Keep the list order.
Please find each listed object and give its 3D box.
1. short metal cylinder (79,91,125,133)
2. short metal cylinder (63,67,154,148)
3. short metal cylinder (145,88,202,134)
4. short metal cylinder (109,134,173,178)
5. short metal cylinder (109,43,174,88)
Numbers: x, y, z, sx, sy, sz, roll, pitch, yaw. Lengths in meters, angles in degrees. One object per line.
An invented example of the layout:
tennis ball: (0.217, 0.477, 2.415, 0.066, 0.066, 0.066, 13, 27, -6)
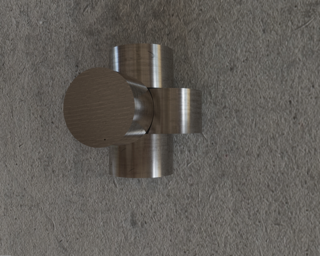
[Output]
short metal cylinder: (-0.066, -0.018, 0.403, 0.080, 0.080, 0.050, -1, 90, 19)
short metal cylinder: (-0.053, -0.020, 0.329, 0.080, 0.050, 0.079, 0, 90, 19)
short metal cylinder: (0.011, -0.019, 0.376, 0.080, 0.080, 0.050, 0, 90, 19)
short metal cylinder: (-0.023, 0.031, 0.388, 0.080, 0.080, 0.050, 0, 90, 19)
short metal cylinder: (-0.023, -0.070, 0.388, 0.080, 0.080, 0.050, -2, 90, 19)
